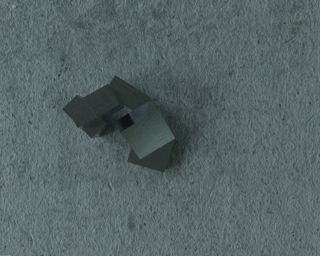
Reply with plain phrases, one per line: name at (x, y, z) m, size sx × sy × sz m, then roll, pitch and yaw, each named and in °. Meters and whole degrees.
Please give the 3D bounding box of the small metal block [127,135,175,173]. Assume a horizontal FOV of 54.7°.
small metal block at (-0.011, 0.027, 0.411) m, size 0.050 × 0.025 × 0.050 m, roll 16°, pitch 90°, yaw -1°

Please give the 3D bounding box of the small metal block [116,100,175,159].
small metal block at (-0.017, 0.002, 0.374) m, size 0.050 × 0.025 × 0.050 m, roll -31°, pitch 128°, yaw 0°

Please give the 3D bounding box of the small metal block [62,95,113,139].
small metal block at (-0.091, -0.014, 0.398) m, size 0.025 × 0.050 × 0.050 m, roll -45°, pitch 91°, yaw 0°

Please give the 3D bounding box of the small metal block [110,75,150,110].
small metal block at (-0.040, -0.040, 0.398) m, size 0.050 × 0.050 × 0.025 m, roll 32°, pitch 90°, yaw -1°

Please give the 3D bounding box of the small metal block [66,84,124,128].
small metal block at (-0.070, -0.023, 0.348) m, size 0.050 × 0.050 × 0.025 m, roll -29°, pitch 90°, yaw 0°
